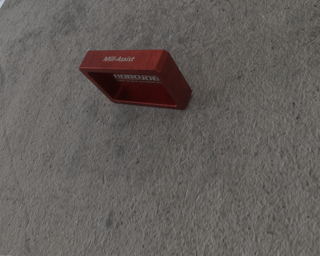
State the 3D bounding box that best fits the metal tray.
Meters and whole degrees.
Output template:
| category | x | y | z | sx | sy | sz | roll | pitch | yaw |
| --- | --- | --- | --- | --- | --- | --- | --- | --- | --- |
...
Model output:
| category | x | y | z | sx | sy | sz | roll | pitch | yaw |
| --- | --- | --- | --- | --- | --- | --- | --- | --- | --- |
| metal tray | -0.032 | -0.065 | 0.419 | 0.130 | 0.090 | 0.030 | 8 | 66 | 32 |
